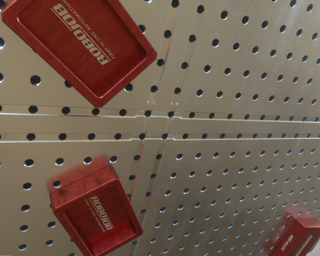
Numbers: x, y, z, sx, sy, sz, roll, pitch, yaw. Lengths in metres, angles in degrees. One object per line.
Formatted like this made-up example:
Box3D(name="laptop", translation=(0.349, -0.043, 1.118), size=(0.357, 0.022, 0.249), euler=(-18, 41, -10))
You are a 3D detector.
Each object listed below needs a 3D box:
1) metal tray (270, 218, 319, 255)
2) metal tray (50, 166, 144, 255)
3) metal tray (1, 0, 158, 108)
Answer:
Box3D(name="metal tray", translation=(0.343, 0.284, 0.769), size=(0.091, 0.030, 0.129), euler=(13, 112, -34))
Box3D(name="metal tray", translation=(-0.084, 0.124, 0.437), size=(0.090, 0.030, 0.129), euler=(-26, 128, -13))
Box3D(name="metal tray", translation=(-0.074, -0.093, 0.309), size=(0.090, 0.030, 0.130), euler=(-42, 129, 0))
